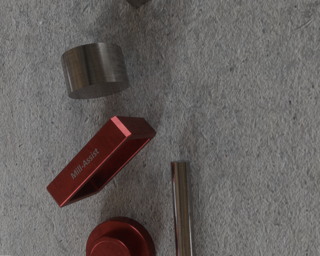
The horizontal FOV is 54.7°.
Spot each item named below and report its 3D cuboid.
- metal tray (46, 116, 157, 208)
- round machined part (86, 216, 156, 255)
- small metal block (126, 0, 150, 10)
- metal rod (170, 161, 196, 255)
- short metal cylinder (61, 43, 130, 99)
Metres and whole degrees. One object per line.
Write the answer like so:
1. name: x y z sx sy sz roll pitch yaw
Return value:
1. metal tray: -0.072 0.041 0.398 0.130 0.090 0.030 -45 76 14
2. round machined part: -0.059 0.174 0.420 0.098 0.042 0.097 0 90 19
3. small metal block: -0.042 -0.193 0.410 0.025 0.050 0.050 -29 81 17
4. metal rod: 0.035 0.192 0.396 0.025 0.025 0.298 -4 89 19
5. short metal cylinder: -0.085 -0.073 0.408 0.080 0.080 0.050 -14 85 19
